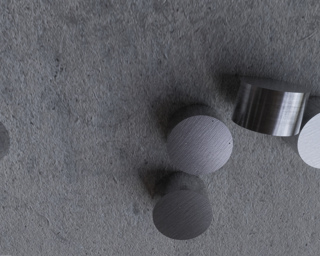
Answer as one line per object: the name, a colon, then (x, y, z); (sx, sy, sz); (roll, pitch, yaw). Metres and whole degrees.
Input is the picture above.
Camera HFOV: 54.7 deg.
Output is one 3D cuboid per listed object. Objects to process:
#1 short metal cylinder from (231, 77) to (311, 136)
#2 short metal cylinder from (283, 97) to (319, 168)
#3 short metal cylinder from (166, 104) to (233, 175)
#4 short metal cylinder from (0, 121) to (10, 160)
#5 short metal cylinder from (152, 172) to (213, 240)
short metal cylinder: (0.131, -0.028, 0.371); (0.081, 0.080, 0.050); (6, 110, -3)
short metal cylinder: (0.206, 0.005, 0.398); (0.081, 0.050, 0.079); (-1, 111, -2)
short metal cylinder: (0.049, 0.014, 0.402); (0.081, 0.050, 0.079); (0, 110, 0)
short metal cylinder: (-0.247, 0.023, 0.403); (0.081, 0.050, 0.079); (0, 110, 0)
short metal cylinder: (0.030, 0.109, 0.437); (0.081, 0.050, 0.079); (0, 110, 0)
